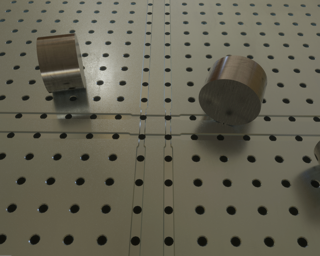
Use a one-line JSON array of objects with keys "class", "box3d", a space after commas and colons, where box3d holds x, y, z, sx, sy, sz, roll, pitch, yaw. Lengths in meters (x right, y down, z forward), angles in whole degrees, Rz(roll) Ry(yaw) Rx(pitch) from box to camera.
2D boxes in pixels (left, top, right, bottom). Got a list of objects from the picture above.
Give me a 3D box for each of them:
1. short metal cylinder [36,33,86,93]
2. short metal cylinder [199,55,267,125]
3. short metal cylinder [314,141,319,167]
[{"class": "short metal cylinder", "box3d": [-0.141, -0.094, 0.449, 0.050, 0.080, 0.080, -9, 51, -8]}, {"class": "short metal cylinder", "box3d": [0.098, -0.049, 0.415, 0.080, 0.080, 0.050, 17, 52, 13]}, {"class": "short metal cylinder", "box3d": [0.223, 0.037, 0.344, 0.081, 0.080, 0.050, -3, 50, -3]}]
